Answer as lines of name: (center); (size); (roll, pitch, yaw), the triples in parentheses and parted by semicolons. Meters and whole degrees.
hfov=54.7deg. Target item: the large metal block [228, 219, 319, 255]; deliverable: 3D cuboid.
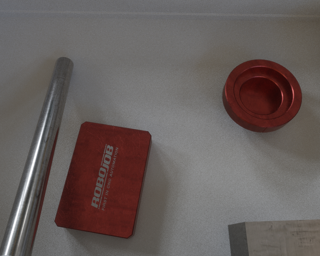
large metal block: (0.125, 0.128, 0.335); (0.081, 0.080, 0.050); (-2, 70, -1)

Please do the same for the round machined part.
round machined part: (0.133, -0.039, 0.417); (0.099, 0.042, 0.098); (0, 70, -1)

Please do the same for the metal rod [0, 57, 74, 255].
metal rod: (-0.127, 0.016, 0.339); (0.025, 0.025, 0.300); (-4, 46, -2)

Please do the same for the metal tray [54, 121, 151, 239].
metal tray: (-0.065, 0.062, 0.383); (0.091, 0.030, 0.130); (9, 70, 3)
